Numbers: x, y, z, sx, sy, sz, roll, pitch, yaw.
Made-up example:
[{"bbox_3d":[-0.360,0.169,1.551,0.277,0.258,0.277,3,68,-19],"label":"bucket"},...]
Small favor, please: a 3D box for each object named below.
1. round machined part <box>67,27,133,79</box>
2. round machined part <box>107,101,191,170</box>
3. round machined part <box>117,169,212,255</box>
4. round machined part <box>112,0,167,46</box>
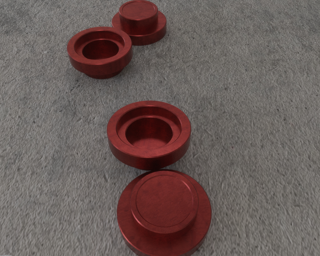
[{"bbox_3d":[-0.092,-0.115,0.488,0.099,0.042,0.098,0,50,0],"label":"round machined part"},{"bbox_3d":[-0.013,0.013,0.376,0.099,0.042,0.098,1,43,0],"label":"round machined part"},{"bbox_3d":[0.004,0.084,0.322,0.099,0.042,0.098,0,50,0],"label":"round machined part"},{"bbox_3d":[-0.037,-0.194,0.555,0.099,0.042,0.098,0,50,0],"label":"round machined part"}]
